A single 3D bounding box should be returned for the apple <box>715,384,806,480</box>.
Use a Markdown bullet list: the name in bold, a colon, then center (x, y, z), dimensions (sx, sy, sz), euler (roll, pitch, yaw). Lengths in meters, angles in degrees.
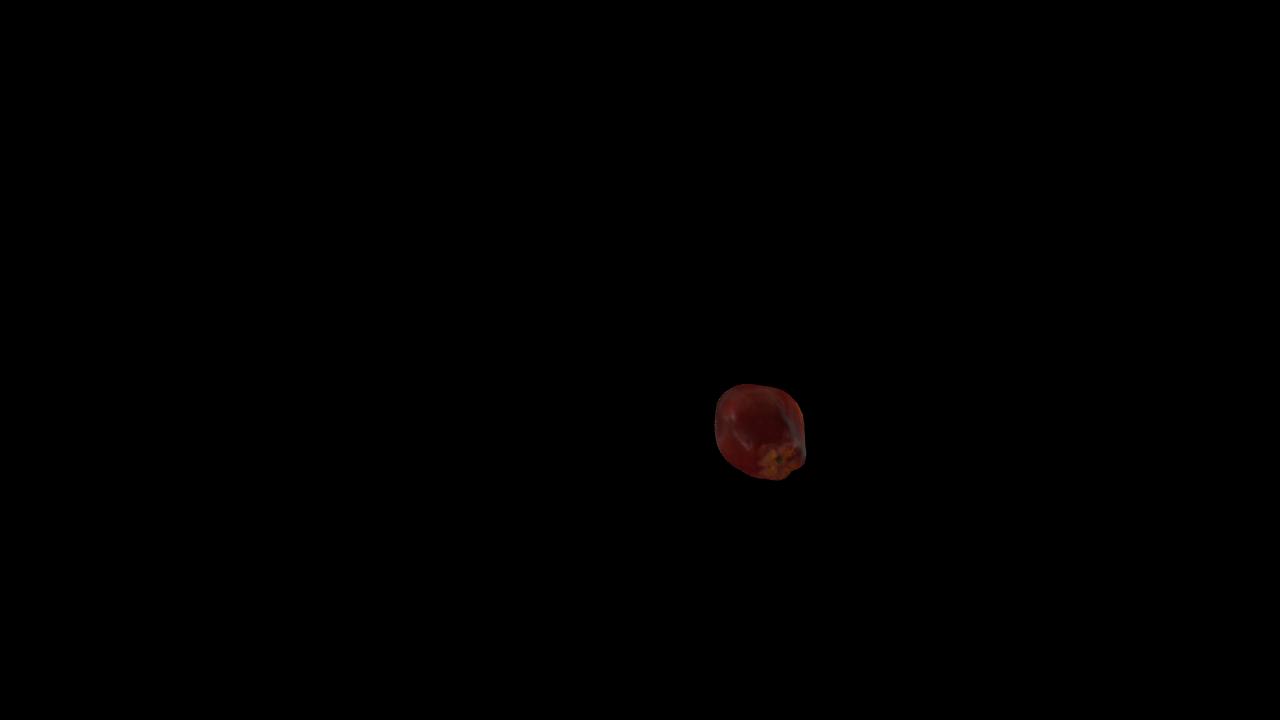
- **apple**: center (0.102, 0.060, 0.529), dimensions (0.079, 0.079, 0.093), euler (0, 31, -8)
